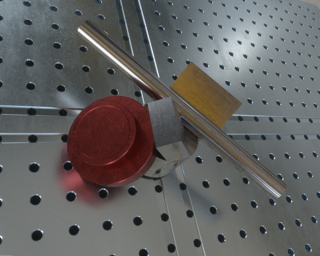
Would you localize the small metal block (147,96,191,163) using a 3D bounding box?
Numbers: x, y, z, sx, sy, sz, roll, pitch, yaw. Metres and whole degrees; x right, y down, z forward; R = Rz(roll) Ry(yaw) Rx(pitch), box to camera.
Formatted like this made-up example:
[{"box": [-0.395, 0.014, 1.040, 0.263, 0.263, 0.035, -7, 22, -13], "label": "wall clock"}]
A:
[{"box": [0.010, 0.003, 0.324, 0.025, 0.050, 0.050, -16, 64, 9], "label": "small metal block"}]

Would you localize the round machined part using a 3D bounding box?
[{"box": [-0.053, 0.010, 0.325, 0.098, 0.042, 0.098, -4, 71, 11], "label": "round machined part"}]

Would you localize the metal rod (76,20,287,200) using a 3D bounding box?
[{"box": [0.026, -0.021, 0.366, 0.300, 0.025, 0.025, 40, 51, -1], "label": "metal rod"}]

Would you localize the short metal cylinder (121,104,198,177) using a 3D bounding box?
[{"box": [-0.001, 0.014, 0.378, 0.081, 0.050, 0.080, 14, 56, -21], "label": "short metal cylinder"}]

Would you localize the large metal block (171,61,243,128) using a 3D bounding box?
[{"box": [0.055, -0.041, 0.415, 0.080, 0.050, 0.080, 39, 8, -2], "label": "large metal block"}]
